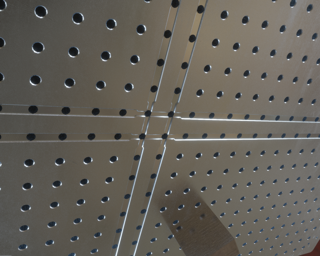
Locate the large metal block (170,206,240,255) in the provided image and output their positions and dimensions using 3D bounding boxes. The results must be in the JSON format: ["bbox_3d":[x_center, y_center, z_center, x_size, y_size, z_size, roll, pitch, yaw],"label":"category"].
[{"bbox_3d":[0.077,0.198,0.539,0.080,0.080,0.050,-30,129,-9],"label":"large metal block"}]
